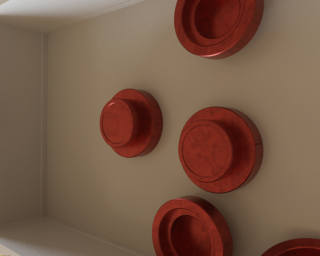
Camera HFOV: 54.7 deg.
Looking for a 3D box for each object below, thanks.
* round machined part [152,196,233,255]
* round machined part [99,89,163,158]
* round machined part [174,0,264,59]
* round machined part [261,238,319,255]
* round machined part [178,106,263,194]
[{"bbox_3d":[0.041,0.128,0.362,0.098,0.042,0.097,0,90,40],"label":"round machined part"},{"bbox_3d":[-0.047,-0.007,0.435,0.098,0.042,0.097,0,90,40],"label":"round machined part"},{"bbox_3d":[0.067,-0.124,0.341,0.098,0.042,0.097,0,90,40],"label":"round machined part"},{"bbox_3d":[0.130,0.146,0.263,0.098,0.099,0.042,-2,121,40],"label":"round machined part"},{"bbox_3d":[0.060,0.024,0.346,0.098,0.042,0.097,0,90,40],"label":"round machined part"}]
